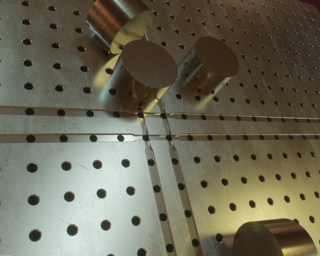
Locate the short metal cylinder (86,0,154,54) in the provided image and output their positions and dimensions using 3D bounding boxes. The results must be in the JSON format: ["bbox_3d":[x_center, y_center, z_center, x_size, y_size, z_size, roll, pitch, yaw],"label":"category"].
[{"bbox_3d":[-0.056,-0.152,0.437,0.050,0.080,0.080,48,51,5],"label":"short metal cylinder"}]

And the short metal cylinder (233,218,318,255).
[{"bbox_3d":[0.130,0.147,0.356,0.050,0.080,0.080,4,60,-27],"label":"short metal cylinder"}]

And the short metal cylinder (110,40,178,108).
[{"bbox_3d":[-0.023,-0.074,0.426,0.081,0.050,0.080,14,56,-21],"label":"short metal cylinder"}]

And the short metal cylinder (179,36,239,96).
[{"bbox_3d":[0.078,-0.099,0.497,0.081,0.050,0.080,14,56,-21],"label":"short metal cylinder"}]
